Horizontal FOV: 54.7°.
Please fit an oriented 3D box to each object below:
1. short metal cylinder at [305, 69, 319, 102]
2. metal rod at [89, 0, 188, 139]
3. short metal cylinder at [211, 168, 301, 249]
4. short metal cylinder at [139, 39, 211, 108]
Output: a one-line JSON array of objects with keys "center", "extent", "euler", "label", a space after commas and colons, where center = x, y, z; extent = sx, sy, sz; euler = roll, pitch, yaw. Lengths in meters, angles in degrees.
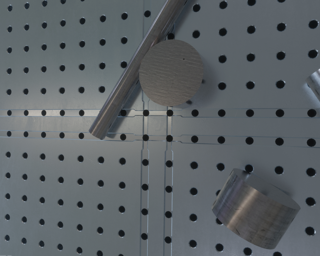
[{"center": [0.199, -0.050, 0.313], "extent": [0.080, 0.080, 0.050], "euler": [-32, 80, 17], "label": "short metal cylinder"}, {"center": [-0.011, -0.114, 0.416], "extent": [0.025, 0.025, 0.299], "euler": [36, 101, 16], "label": "metal rod"}, {"center": [0.105, 0.088, 0.346], "extent": [0.080, 0.080, 0.050], "euler": [30, 100, 17], "label": "short metal cylinder"}, {"center": [0.021, -0.066, 0.392], "extent": [0.080, 0.050, 0.079], "euler": [0, 90, 20], "label": "short metal cylinder"}]
